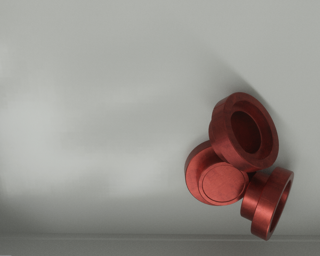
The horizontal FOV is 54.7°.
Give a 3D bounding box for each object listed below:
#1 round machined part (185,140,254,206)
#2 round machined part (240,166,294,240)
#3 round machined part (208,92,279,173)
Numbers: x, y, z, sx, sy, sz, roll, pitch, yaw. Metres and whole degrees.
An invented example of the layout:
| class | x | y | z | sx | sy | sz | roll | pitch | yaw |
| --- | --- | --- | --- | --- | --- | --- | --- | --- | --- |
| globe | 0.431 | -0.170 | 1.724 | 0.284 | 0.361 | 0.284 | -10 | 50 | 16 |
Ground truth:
| class | x | y | z | sx | sy | sz | roll | pitch | yaw |
| --- | --- | --- | --- | --- | --- | --- | --- | --- | --- |
| round machined part | 0.084 | 0.067 | 0.428 | 0.099 | 0.042 | 0.097 | 0 | 110 | 0 |
| round machined part | 0.143 | 0.097 | 0.420 | 0.042 | 0.099 | 0.097 | 21 | 113 | 30 |
| round machined part | 0.099 | 0.008 | 0.386 | 0.098 | 0.098 | 0.042 | 43 | 140 | -14 |
